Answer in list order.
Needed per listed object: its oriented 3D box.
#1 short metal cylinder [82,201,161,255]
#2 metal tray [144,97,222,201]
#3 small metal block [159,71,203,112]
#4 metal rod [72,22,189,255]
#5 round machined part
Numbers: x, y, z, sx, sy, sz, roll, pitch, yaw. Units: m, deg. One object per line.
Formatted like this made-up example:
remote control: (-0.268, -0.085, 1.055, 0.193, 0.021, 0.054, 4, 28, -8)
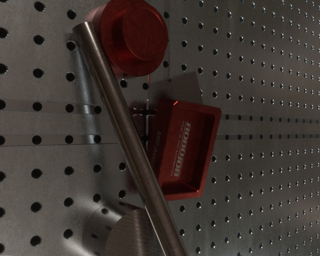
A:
short metal cylinder: (-0.042, 0.129, 0.360, 0.081, 0.050, 0.079, 0, 90, -40)
metal tray: (0.029, 0.030, 0.413, 0.091, 0.030, 0.129, 5, 100, -40)
small metal block: (0.031, -0.049, 0.437, 0.050, 0.025, 0.050, -24, 105, -38)
metal rod: (-0.028, 0.027, 0.343, 0.025, 0.025, 0.299, -23, 91, -38)
round machined part: (-0.029, -0.112, 0.375, 0.099, 0.042, 0.097, 0, 90, -40)
